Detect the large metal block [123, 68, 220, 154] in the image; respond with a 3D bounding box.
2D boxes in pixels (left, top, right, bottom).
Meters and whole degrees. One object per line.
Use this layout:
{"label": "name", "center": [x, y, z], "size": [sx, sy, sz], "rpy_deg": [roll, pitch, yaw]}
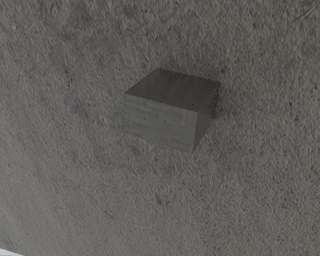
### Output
{"label": "large metal block", "center": [0.015, -0.023, 0.349], "size": [0.080, 0.080, 0.050], "rpy_deg": [16, 125, 19]}
